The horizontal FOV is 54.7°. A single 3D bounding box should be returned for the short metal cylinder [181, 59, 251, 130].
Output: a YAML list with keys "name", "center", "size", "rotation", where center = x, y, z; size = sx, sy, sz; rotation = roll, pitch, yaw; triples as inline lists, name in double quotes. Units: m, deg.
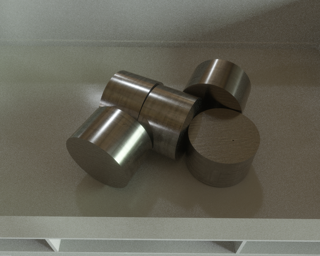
- name: "short metal cylinder"
  center: [0.072, -0.042, 0.403]
  size: [0.080, 0.080, 0.050]
  rotation: [18, 52, 14]

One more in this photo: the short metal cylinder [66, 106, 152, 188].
- name: "short metal cylinder"
  center: [-0.056, 0.022, 0.348]
  size: [0.080, 0.080, 0.050]
  rotation: [23, 54, 18]

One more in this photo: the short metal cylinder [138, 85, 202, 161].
- name: "short metal cylinder"
  center: [0.012, -0.007, 0.374]
  size: [0.050, 0.080, 0.080]
  rotation: [21, 53, 16]

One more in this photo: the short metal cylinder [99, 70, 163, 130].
- name: "short metal cylinder"
  center: [-0.034, -0.027, 0.389]
  size: [0.050, 0.080, 0.080]
  rotation: [20, 53, 16]

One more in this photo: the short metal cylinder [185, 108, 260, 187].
- name: "short metal cylinder"
  center: [0.072, 0.023, 0.368]
  size: [0.081, 0.050, 0.080]
  rotation: [0, 50, 0]
